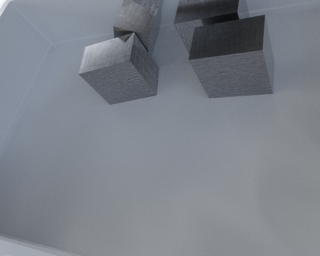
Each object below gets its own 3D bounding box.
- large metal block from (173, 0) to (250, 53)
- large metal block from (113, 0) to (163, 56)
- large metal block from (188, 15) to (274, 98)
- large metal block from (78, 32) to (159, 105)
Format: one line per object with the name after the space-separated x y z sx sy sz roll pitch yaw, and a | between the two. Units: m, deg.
0.074 -0.135 0.413 0.080 0.080 0.050 -1 61 27 | large metal block
-0.032 -0.149 0.468 0.050 0.080 0.080 14 66 2 | large metal block
0.089 -0.081 0.372 0.080 0.080 0.050 -2 61 27 | large metal block
-0.056 -0.082 0.448 0.080 0.080 0.050 -9 58 23 | large metal block
